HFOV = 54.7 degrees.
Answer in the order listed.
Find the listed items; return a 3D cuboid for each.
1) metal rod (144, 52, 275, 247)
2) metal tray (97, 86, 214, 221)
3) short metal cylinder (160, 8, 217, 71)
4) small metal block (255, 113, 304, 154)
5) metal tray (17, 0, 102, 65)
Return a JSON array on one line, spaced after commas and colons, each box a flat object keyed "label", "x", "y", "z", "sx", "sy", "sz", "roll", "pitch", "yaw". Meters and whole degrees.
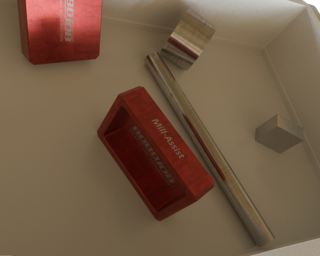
[{"label": "metal rod", "x": 0.061, "y": 0.019, "z": 0.428, "sx": 0.025, "sy": 0.025, "sz": 0.299, "roll": -20, "pitch": 73, "yaw": -36}, {"label": "metal tray", "x": -0.011, "y": 0.031, "z": 0.340, "sx": 0.030, "sy": 0.090, "sz": 0.130, "roll": -29, "pitch": 78, "yaw": -38}, {"label": "short metal cylinder", "x": 0.042, "y": -0.136, "z": 0.478, "sx": 0.050, "sy": 0.080, "sz": 0.080, "roll": 33, "pitch": 51, "yaw": -7}, {"label": "small metal block", "x": 0.187, "y": 0.010, "z": 0.487, "sx": 0.050, "sy": 0.050, "sz": 0.025, "roll": 27, "pitch": 52, "yaw": -12}, {"label": "metal tray", "x": -0.116, "y": -0.144, "z": 0.366, "sx": 0.091, "sy": 0.129, "sz": 0.030, "roll": -15, "pitch": 40, "yaw": -34}]
